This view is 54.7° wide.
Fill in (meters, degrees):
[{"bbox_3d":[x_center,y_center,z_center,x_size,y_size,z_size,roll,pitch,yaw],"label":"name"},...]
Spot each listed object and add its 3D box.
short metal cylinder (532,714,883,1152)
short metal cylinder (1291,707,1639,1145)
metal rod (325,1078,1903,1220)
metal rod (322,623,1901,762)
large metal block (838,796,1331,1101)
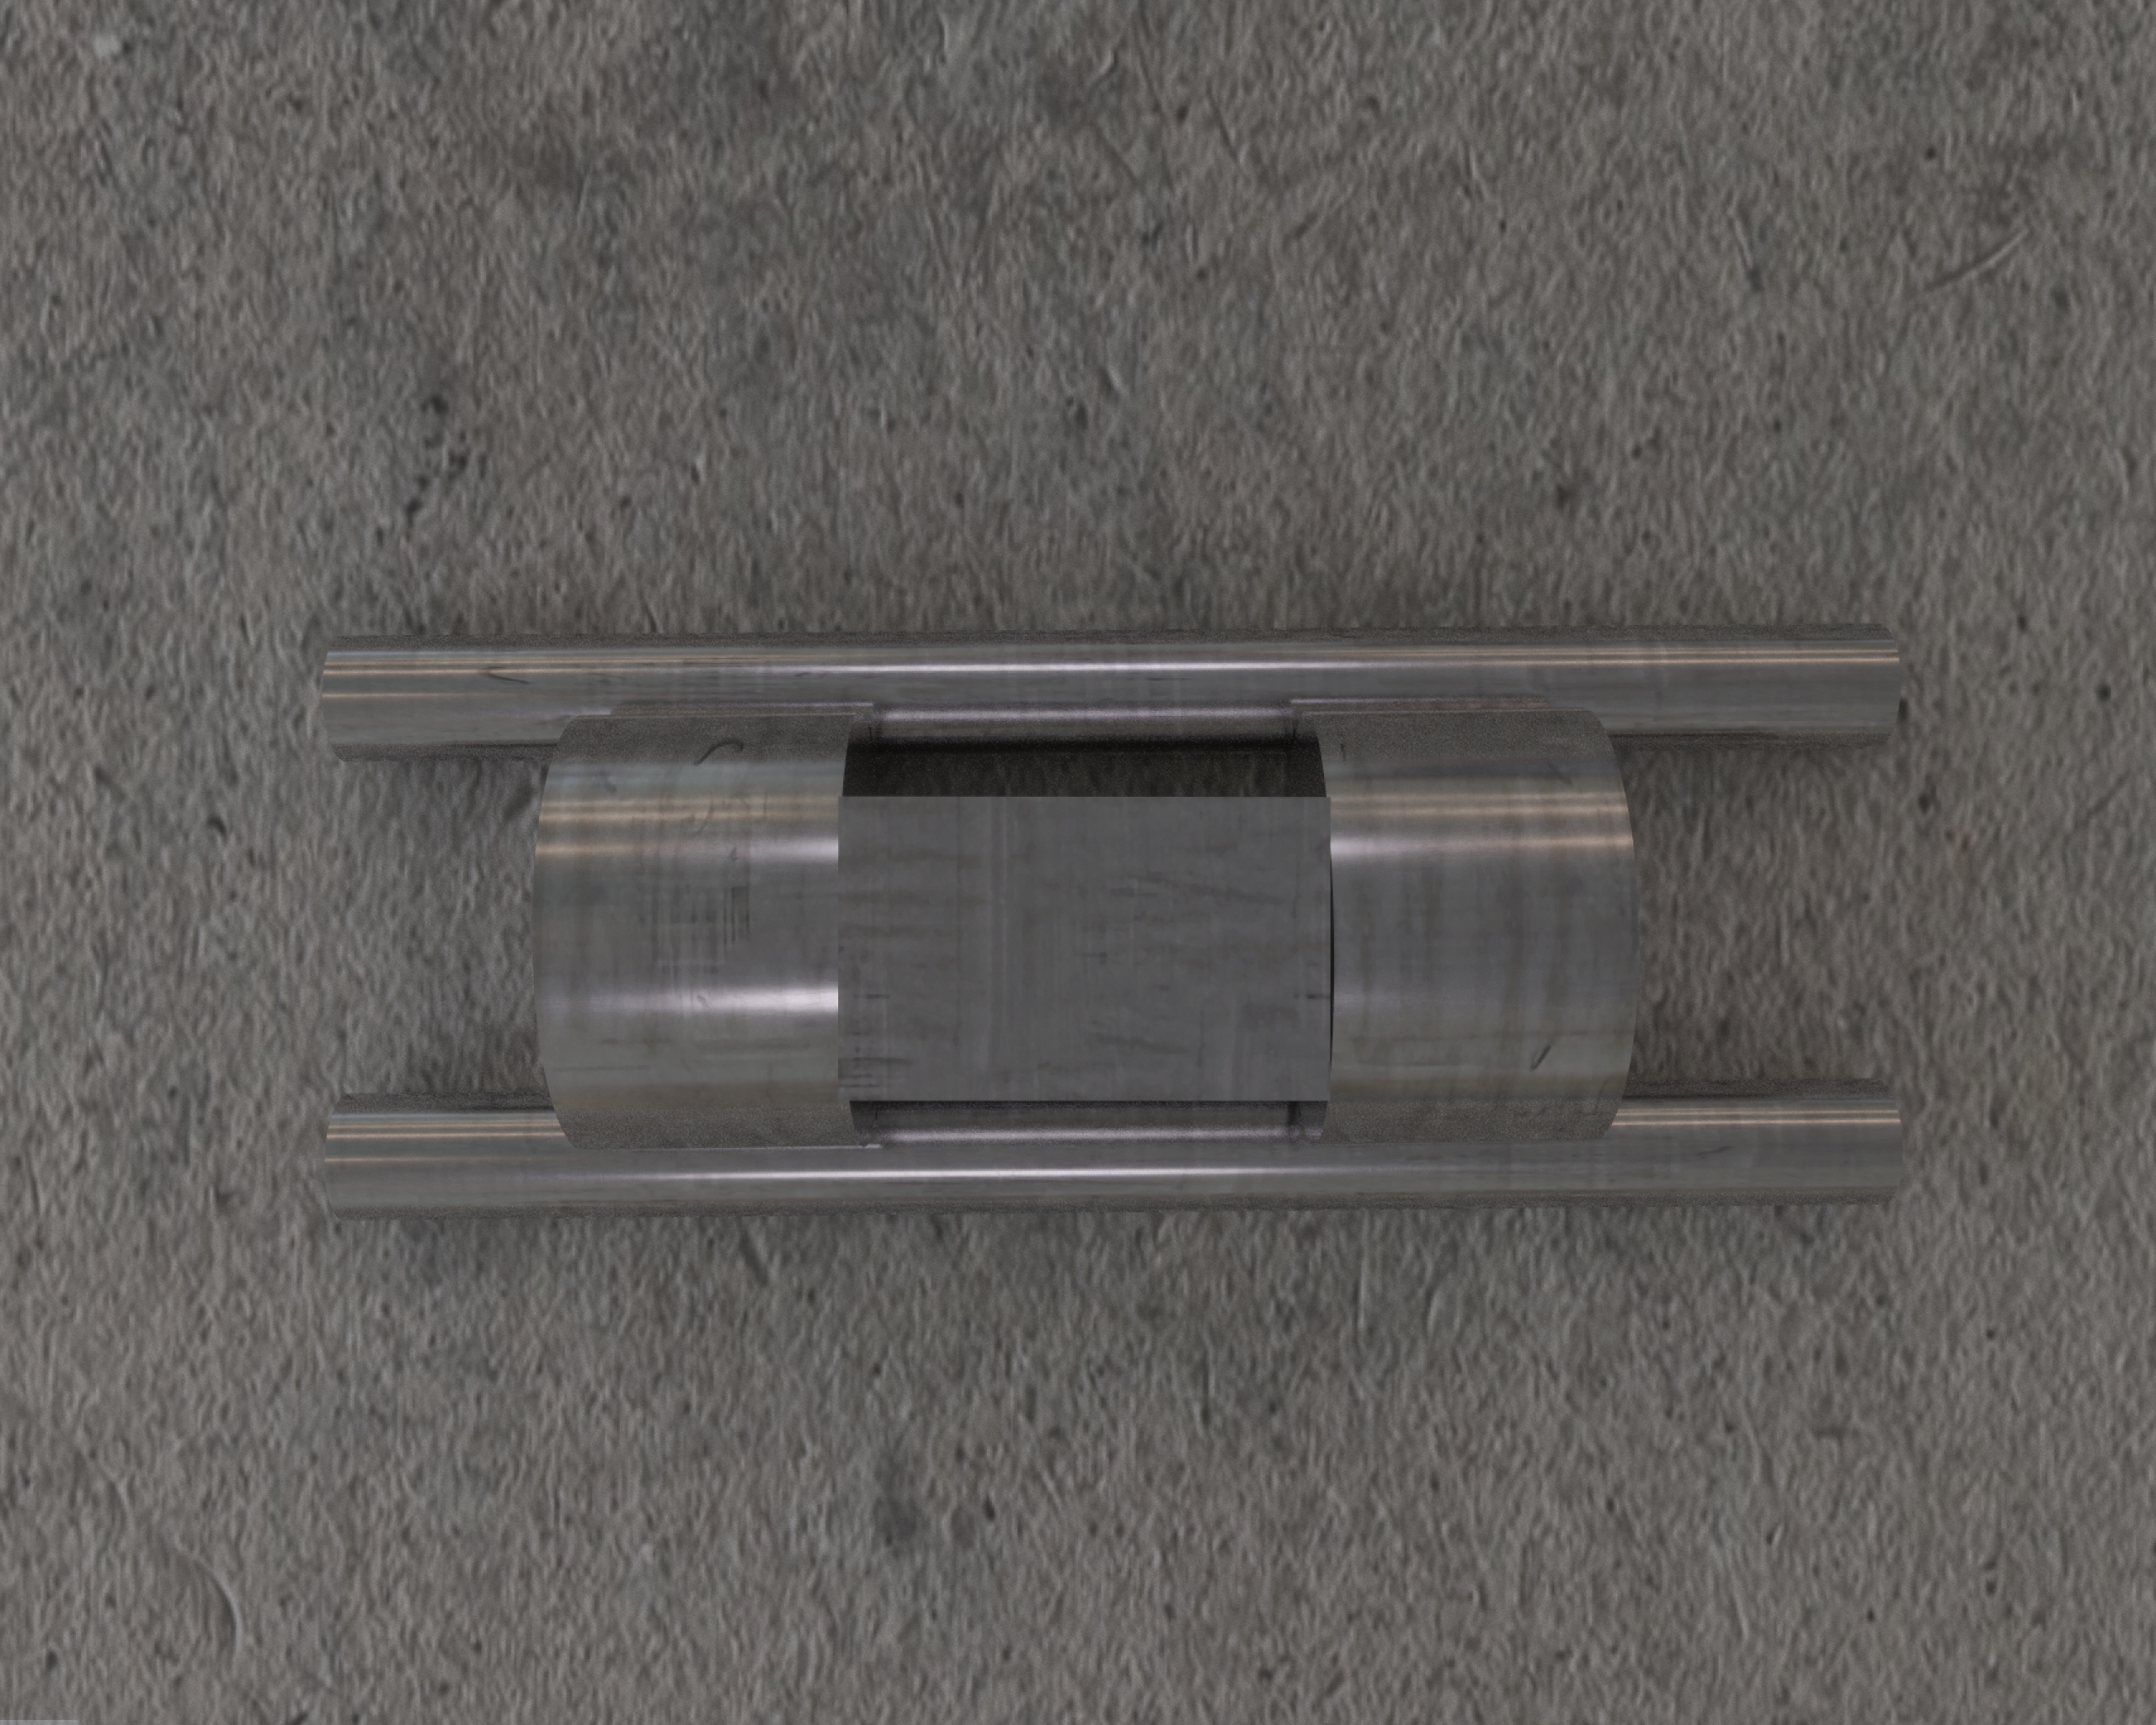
[{"bbox_3d":[-0.064,0.012,0.383,0.050,0.080,0.079,-1,90,0],"label":"short metal cylinder"},{"bbox_3d":[0.067,0.012,0.384,0.050,0.080,0.079,-1,90,0],"label":"short metal cylinder"},{"bbox_3d":[0.007,0.056,0.411,0.302,0.025,0.025,-1,90,0],"label":"metal rod"},{"bbox_3d":[0.007,-0.033,0.411,0.302,0.025,0.025,-1,90,0],"label":"metal rod"},{"bbox_3d":[0.001,0.014,0.381,0.081,0.080,0.050,0,90,0],"label":"large metal block"}]
